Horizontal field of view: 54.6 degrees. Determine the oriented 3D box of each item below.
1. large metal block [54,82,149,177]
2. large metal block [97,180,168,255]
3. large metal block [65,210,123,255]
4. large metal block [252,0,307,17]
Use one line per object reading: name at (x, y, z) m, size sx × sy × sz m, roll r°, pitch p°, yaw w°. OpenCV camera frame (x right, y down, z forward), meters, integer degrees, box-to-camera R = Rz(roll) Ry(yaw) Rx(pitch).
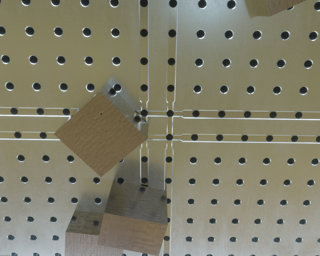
large metal block at (-0.072, 0.002, 0.400) m, size 0.080 × 0.050 × 0.080 m, roll -40°, pitch 106°, yaw 13°
large metal block at (-0.035, 0.121, 0.428) m, size 0.080 × 0.080 × 0.050 m, roll 13°, pitch 110°, yaw -5°
large metal block at (-0.095, 0.176, 0.464) m, size 0.080 × 0.050 × 0.079 m, roll 7°, pitch 110°, yaw -3°
large metal block at (0.138, -0.177, 0.336) m, size 0.080 × 0.050 × 0.080 m, roll -23°, pitch 109°, yaw 8°
